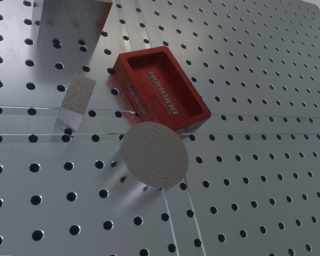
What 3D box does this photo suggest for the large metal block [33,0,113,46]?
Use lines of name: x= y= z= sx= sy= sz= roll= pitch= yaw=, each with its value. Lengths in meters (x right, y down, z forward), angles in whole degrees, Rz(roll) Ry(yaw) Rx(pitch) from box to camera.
large metal block: x=-0.117 y=-0.156 z=0.405 sx=0.081 sy=0.080 sz=0.050 roll=-4 pitch=64 yaw=-30

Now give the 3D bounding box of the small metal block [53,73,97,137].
small metal block: x=-0.098 y=-0.026 z=0.355 sx=0.025 sy=0.050 sz=0.050 roll=21 pitch=54 yaw=-16

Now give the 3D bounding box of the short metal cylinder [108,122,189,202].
short metal cylinder: x=-0.014 y=0.039 z=0.360 sx=0.081 sy=0.050 sz=0.080 roll=14 pitch=56 yaw=-21

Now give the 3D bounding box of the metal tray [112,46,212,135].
metal tray: x=0.003 y=-0.052 z=0.437 sx=0.091 sy=0.030 sz=0.130 roll=-21 pitch=73 yaw=-36
